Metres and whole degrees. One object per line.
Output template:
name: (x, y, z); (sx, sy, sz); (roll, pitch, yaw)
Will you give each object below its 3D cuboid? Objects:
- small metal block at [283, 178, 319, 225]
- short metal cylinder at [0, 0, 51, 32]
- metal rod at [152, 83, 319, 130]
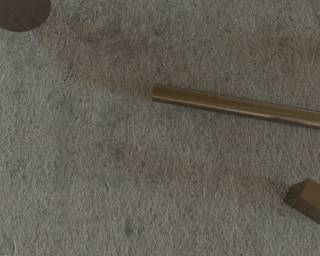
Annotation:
small metal block: (0.183, 0.088, 0.365); (0.050, 0.050, 0.025); (32, 73, 10)
short metal cylinder: (-0.206, -0.186, 0.444); (0.080, 0.080, 0.050); (-29, 73, -10)
metal rod: (0.139, -0.023, 0.418); (0.302, 0.025, 0.025); (10, 70, 3)
